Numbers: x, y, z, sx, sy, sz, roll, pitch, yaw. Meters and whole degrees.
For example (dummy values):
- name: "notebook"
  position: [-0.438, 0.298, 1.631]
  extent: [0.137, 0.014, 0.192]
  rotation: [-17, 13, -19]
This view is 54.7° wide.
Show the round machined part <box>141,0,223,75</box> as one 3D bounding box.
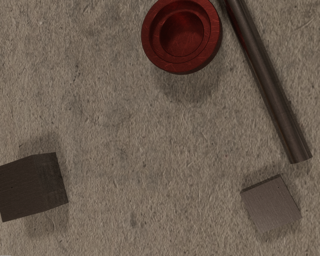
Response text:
- name: "round machined part"
  position: [0.030, -0.115, 0.389]
  extent: [0.098, 0.042, 0.097]
  rotation: [0, 90, 19]

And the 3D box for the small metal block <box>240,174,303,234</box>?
- name: "small metal block"
  position: [0.129, 0.088, 0.363]
  extent: [0.050, 0.025, 0.050]
  rotation: [-28, 81, 17]

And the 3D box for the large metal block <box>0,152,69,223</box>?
- name: "large metal block"
  position: [-0.194, 0.087, 0.462]
  extent: [0.080, 0.050, 0.080]
  rotation: [-18, 84, 18]

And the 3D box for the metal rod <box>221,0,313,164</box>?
- name: "metal rod"
  position: [0.108, -0.102, 0.370]
  extent: [0.025, 0.025, 0.299]
  rotation: [-23, 83, 18]
